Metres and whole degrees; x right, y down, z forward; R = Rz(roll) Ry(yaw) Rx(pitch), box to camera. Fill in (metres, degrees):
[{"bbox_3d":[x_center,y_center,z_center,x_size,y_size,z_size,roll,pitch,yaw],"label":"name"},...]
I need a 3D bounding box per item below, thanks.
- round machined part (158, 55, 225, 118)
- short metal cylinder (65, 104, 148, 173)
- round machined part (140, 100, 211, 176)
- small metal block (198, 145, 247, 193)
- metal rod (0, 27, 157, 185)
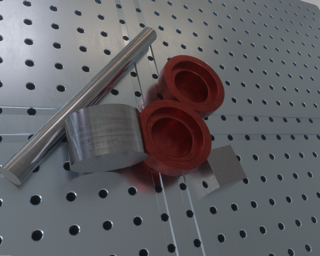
[{"bbox_3d":[0.042,-0.055,0.454,0.099,0.042,0.098,14,56,-21],"label":"round machined part"},{"bbox_3d":[-0.057,0.013,0.331,0.081,0.080,0.050,-2,70,-29],"label":"short metal cylinder"},{"bbox_3d":[0.012,0.016,0.392,0.099,0.042,0.098,12,56,-19],"label":"round machined part"},{"bbox_3d":[0.082,0.054,0.419,0.050,0.025,0.050,-11,67,-33],"label":"small metal block"},{"bbox_3d":[-0.081,-0.051,0.395,0.025,0.025,0.301,37,51,-4],"label":"metal rod"}]
